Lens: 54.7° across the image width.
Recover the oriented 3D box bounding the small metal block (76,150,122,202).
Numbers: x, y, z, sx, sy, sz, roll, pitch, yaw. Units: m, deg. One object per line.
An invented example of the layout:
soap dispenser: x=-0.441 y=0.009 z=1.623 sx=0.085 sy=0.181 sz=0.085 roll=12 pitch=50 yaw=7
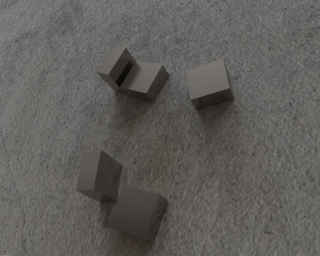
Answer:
small metal block: x=-0.074 y=0.061 z=0.388 sx=0.025 sy=0.050 sz=0.050 roll=-9 pitch=58 yaw=23

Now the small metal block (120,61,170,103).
small metal block: x=-0.022 y=-0.069 z=0.456 sx=0.050 sy=0.025 sz=0.050 roll=17 pitch=70 yaw=34

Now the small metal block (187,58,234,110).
small metal block: x=0.065 y=-0.057 z=0.404 sx=0.050 sy=0.025 sz=0.050 roll=-16 pitch=55 yaw=19

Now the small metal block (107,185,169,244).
small metal block: x=-0.025 y=0.098 z=0.355 sx=0.050 sy=0.025 sz=0.050 roll=7 pitch=65 yaw=31

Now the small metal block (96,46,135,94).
small metal block: x=-0.061 y=-0.088 z=0.472 sx=0.025 sy=0.050 sz=0.050 roll=18 pitch=71 yaw=34
